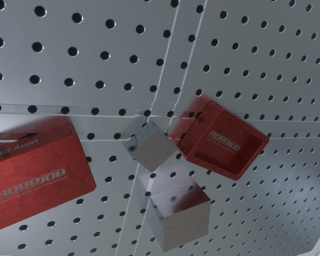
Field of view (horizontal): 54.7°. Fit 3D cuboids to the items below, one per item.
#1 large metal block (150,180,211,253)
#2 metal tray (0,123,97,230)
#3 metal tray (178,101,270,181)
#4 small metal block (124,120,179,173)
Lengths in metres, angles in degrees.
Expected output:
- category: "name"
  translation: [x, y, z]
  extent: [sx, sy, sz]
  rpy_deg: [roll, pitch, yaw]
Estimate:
- category: "large metal block"
  translation: [0.032, 0.141, 0.500]
  extent: [0.081, 0.050, 0.079]
  rpy_deg: [-15, 125, -20]
- category: "metal tray"
  translation: [-0.150, 0.058, 0.362]
  extent: [0.131, 0.030, 0.089]
  rpy_deg: [-21, 127, -16]
- category: "metal tray"
  translation: [0.101, 0.024, 0.477]
  extent: [0.131, 0.030, 0.090]
  rpy_deg: [26, 104, -37]
- category: "small metal block"
  translation: [-0.012, 0.026, 0.421]
  extent: [0.050, 0.025, 0.050]
  rpy_deg: [-43, 129, 1]
